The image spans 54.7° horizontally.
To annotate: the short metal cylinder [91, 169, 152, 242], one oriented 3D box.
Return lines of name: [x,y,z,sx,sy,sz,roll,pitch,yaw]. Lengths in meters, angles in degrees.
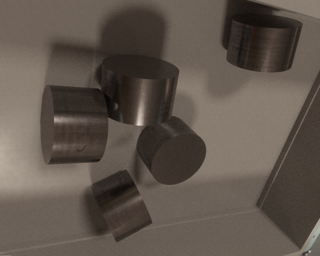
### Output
short metal cylinder: [-0.051,0.102,0.410,0.050,0.080,0.080,-25,128,-13]

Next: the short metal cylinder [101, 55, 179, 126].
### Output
short metal cylinder: [-0.023,-0.043,0.335,0.081,0.080,0.050,-6,121,-26]

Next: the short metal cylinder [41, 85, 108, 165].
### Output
short metal cylinder: [-0.092,-0.003,0.322,0.050,0.080,0.079,1,118,-29]

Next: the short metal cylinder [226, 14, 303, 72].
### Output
short metal cylinder: [0.125,-0.106,0.378,0.081,0.080,0.050,-12,124,-22]

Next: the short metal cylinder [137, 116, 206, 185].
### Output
short metal cylinder: [0.015,0.030,0.421,0.081,0.050,0.079,-14,125,-21]
